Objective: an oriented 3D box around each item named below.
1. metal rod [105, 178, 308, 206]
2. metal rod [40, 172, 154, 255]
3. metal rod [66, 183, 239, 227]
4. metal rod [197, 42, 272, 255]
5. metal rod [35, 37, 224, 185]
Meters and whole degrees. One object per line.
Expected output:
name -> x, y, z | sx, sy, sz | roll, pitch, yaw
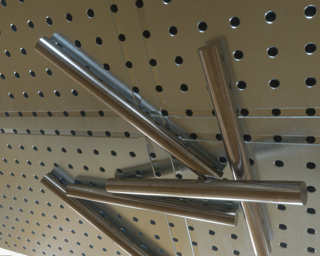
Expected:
metal rod -> 0.034, 0.081, 0.414 | 0.300, 0.025, 0.025 | -7, 115, 40
metal rod -> -0.097, 0.186, 0.574 | 0.300, 0.025, 0.025 | 38, 129, 1
metal rod -> -0.028, 0.119, 0.497 | 0.301, 0.025, 0.025 | 3, 120, 26
metal rod -> 0.099, 0.043, 0.385 | 0.025, 0.025, 0.298 | -6, 116, 30
metal rod -> -0.042, -0.023, 0.417 | 0.300, 0.025, 0.025 | 37, 129, 2
